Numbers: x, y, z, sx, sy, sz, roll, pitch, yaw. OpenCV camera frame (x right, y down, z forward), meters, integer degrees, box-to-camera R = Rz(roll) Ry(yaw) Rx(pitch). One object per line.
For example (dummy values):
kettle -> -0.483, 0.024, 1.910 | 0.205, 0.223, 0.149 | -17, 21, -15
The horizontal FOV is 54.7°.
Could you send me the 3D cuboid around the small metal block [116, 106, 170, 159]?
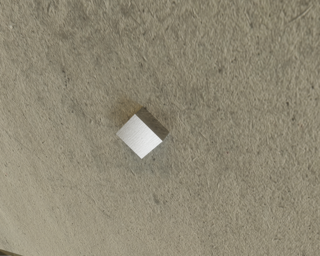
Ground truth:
small metal block -> -0.024, 0.007, 0.423 | 0.050, 0.025, 0.050 | 45, 129, -4
